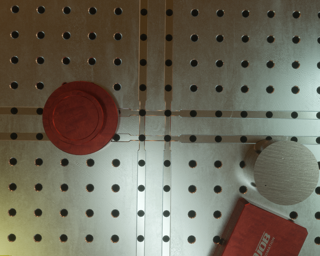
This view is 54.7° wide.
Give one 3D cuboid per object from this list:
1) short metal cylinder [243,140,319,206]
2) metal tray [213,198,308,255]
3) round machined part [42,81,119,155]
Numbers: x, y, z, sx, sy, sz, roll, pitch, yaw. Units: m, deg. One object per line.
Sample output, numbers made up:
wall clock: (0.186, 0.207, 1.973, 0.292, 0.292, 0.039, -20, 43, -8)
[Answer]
short metal cylinder: (0.155, 0.055, 0.403, 0.081, 0.050, 0.079, 0, 90, -1)
metal tray: (0.125, 0.172, 0.413, 0.090, 0.030, 0.129, 25, 90, -1)
round machined part: (-0.104, -0.013, 0.403, 0.099, 0.042, 0.097, 0, 90, -1)
